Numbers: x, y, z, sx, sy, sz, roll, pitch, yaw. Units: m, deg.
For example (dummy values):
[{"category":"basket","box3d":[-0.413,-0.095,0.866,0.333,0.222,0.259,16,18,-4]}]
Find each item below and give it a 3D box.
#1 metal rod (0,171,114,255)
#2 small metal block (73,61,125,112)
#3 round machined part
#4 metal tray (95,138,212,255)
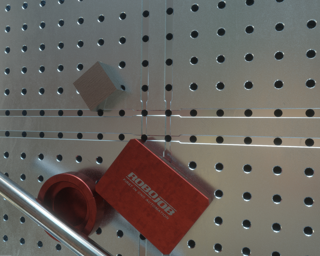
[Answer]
[{"category":"metal rod","box3d":[-0.130,0.136,0.412,0.301,0.025,0.025,29,100,17]},{"category":"small metal block","box3d":[-0.087,-0.058,0.442,0.050,0.025,0.050,-38,78,16]},{"category":"round machined part","box3d":[-0.123,0.111,0.445,0.098,0.042,0.097,0,90,19]},{"category":"metal tray","box3d":[-0.010,0.086,0.407,0.130,0.030,0.090,39,95,15]}]
